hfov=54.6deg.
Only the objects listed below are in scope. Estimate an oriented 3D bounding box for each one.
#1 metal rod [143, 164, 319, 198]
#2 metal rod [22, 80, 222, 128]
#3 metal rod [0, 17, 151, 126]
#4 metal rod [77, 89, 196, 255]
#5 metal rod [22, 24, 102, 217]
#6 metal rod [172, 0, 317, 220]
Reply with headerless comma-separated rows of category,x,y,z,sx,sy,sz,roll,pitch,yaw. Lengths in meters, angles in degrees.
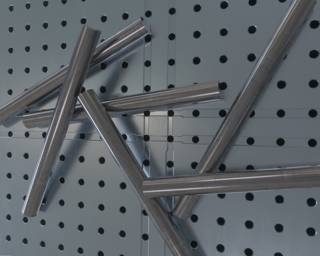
metal rod,0.128,0.058,0.350,0.301,0.025,0.025,-6,88,13
metal rod,-0.066,-0.029,0.436,0.301,0.025,0.025,-7,88,19
metal rod,-0.147,-0.075,0.465,0.300,0.025,0.025,-27,81,18
metal rod,-0.021,0.081,0.405,0.025,0.025,0.299,-34,85,17
metal rod,-0.145,0.002,0.440,0.025,0.025,0.298,30,109,17
metal rod,0.096,-0.018,0.378,0.025,0.025,0.299,31,100,17
